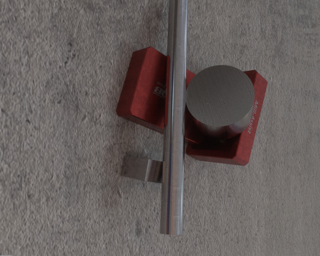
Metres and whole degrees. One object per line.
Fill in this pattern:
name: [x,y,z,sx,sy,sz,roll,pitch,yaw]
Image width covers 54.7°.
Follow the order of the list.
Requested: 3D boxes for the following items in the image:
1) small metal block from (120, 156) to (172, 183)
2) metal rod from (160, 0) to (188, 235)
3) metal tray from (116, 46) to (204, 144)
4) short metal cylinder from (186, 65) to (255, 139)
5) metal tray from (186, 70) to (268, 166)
small metal block: [-0.012,0.052,0.381,0.050,0.050,0.025,16,80,-39]
metal rod: [0.019,-0.030,0.373,0.025,0.025,0.299,14,72,-40]
metal tray: [0.013,-0.039,0.415,0.131,0.030,0.090,23,75,-38]
short metal cylinder: [0.076,-0.031,0.388,0.050,0.080,0.080,54,51,-66]
metal tray: [0.095,-0.015,0.446,0.030,0.090,0.130,29,72,-37]
